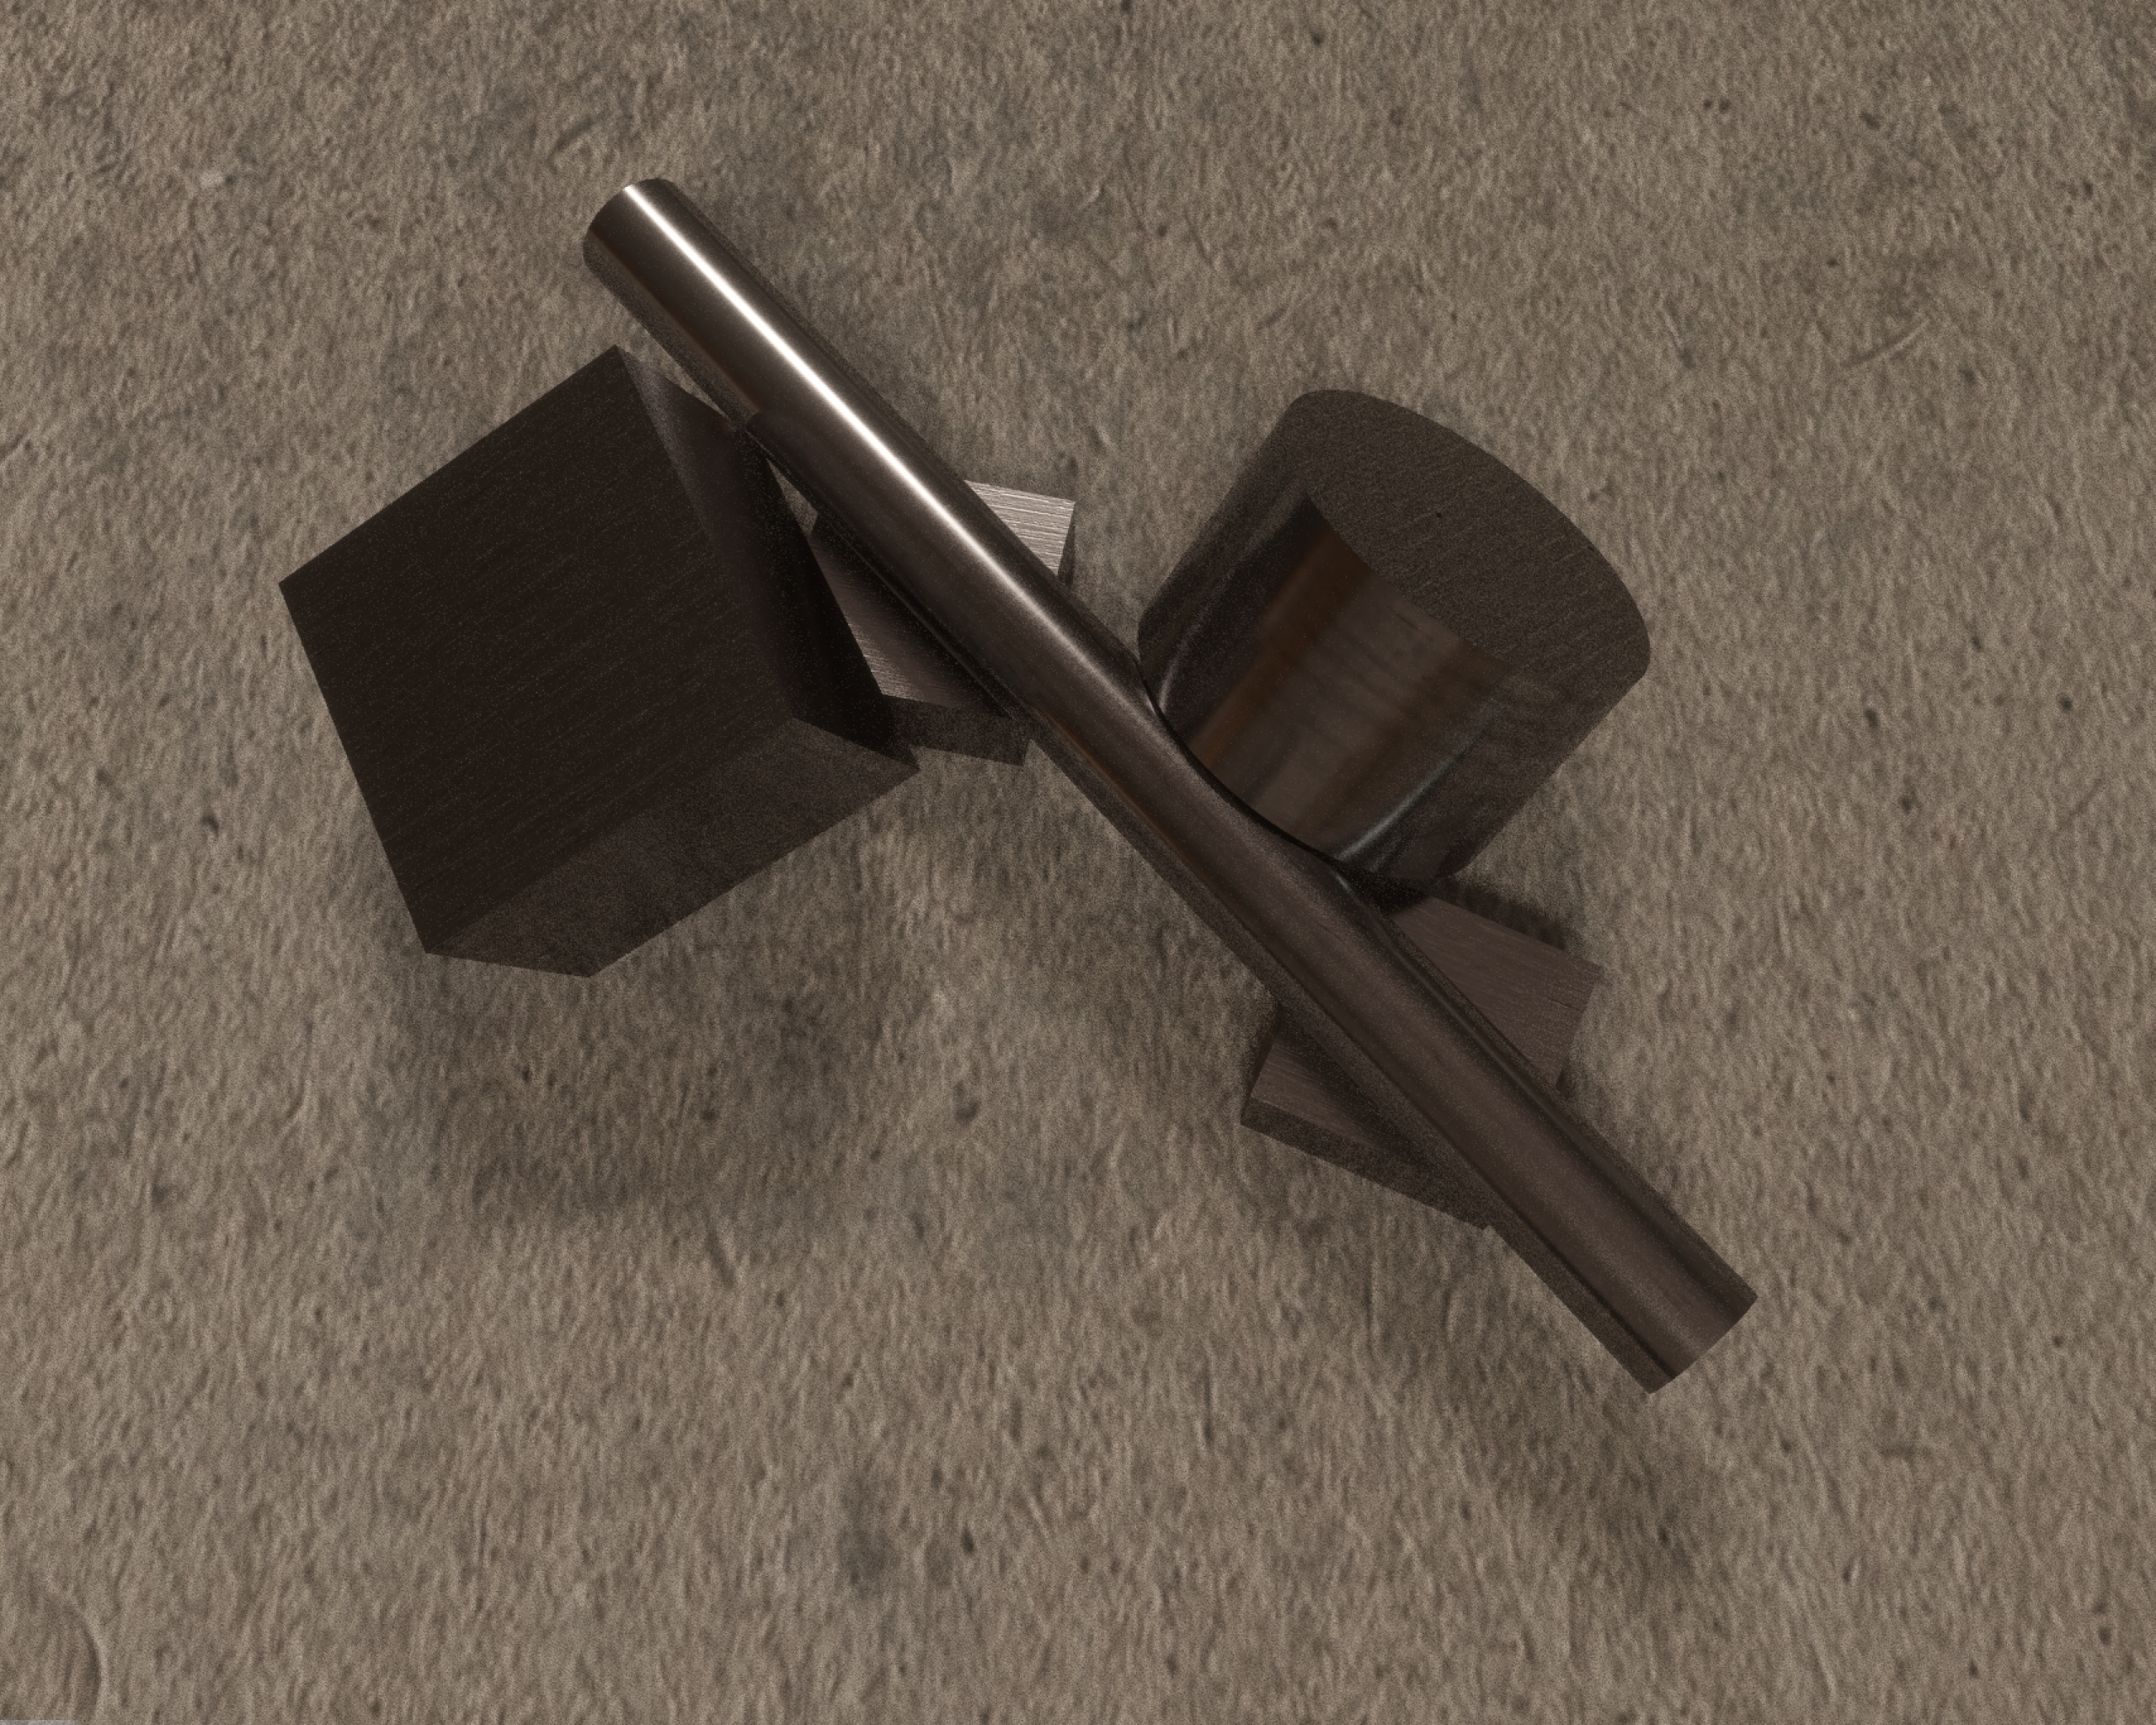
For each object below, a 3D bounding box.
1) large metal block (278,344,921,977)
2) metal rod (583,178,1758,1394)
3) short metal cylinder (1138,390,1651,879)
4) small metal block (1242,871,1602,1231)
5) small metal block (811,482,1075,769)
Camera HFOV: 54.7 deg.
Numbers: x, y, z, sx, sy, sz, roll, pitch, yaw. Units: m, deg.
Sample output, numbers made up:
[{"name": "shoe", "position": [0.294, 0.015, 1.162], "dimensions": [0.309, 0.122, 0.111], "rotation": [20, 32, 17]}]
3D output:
[{"name": "large metal block", "position": [-0.089, -0.035, 0.390], "dimensions": [0.080, 0.050, 0.080], "rotation": [-31, 72, 13]}, {"name": "metal rod", "position": [0.007, -0.024, 0.392], "dimensions": [0.025, 0.025, 0.300], "rotation": [-39, 75, -13]}, {"name": "short metal cylinder", "position": [0.059, -0.043, 0.391], "dimensions": [0.080, 0.050, 0.080], "rotation": [23, 37, -19]}, {"name": "small metal block", "position": [0.065, 0.035, 0.398], "dimensions": [0.050, 0.025, 0.050], "rotation": [23, 71, 8]}, {"name": "small metal block", "position": [-0.030, -0.051, 0.428], "dimensions": [0.050, 0.025, 0.050], "rotation": [12, 70, 4]}]
